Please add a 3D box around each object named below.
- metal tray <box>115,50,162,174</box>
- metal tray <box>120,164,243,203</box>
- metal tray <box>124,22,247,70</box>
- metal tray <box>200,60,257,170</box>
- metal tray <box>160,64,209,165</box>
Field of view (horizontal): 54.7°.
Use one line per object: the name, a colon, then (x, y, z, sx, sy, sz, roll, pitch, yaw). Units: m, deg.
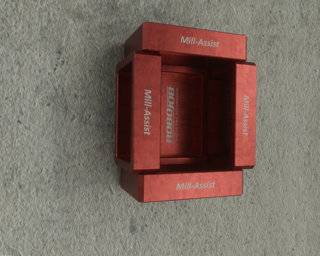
metal tray: (-0.028, -0.017, 0.365, 0.030, 0.090, 0.129, 1, 90, -20)
metal tray: (0.024, 0.064, 0.385, 0.131, 0.090, 0.030, 1, 90, -20)
metal tray: (0.029, -0.096, 0.387, 0.131, 0.090, 0.030, 1, 90, -20)
metal tray: (0.086, -0.015, 0.408, 0.030, 0.090, 0.129, 1, 90, -20)
metal tray: (0.018, -0.017, 0.415, 0.091, 0.030, 0.129, 1, 90, -21)
